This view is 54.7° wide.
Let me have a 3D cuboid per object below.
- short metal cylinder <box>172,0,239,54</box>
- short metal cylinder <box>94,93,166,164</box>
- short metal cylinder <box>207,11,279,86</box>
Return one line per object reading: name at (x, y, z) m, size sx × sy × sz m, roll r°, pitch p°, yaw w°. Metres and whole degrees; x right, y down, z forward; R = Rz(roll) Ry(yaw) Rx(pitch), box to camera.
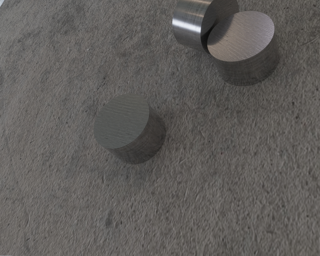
short metal cylinder at (0.063, -0.146, 0.425) m, size 0.050 × 0.080 × 0.080 m, roll 31°, pitch 79°, yaw 38°
short metal cylinder at (-0.039, 0.001, 0.408) m, size 0.080 × 0.050 × 0.080 m, roll -13°, pitch 56°, yaw 21°
short metal cylinder at (0.106, -0.100, 0.394) m, size 0.080 × 0.050 × 0.080 m, roll -13°, pitch 56°, yaw 21°
